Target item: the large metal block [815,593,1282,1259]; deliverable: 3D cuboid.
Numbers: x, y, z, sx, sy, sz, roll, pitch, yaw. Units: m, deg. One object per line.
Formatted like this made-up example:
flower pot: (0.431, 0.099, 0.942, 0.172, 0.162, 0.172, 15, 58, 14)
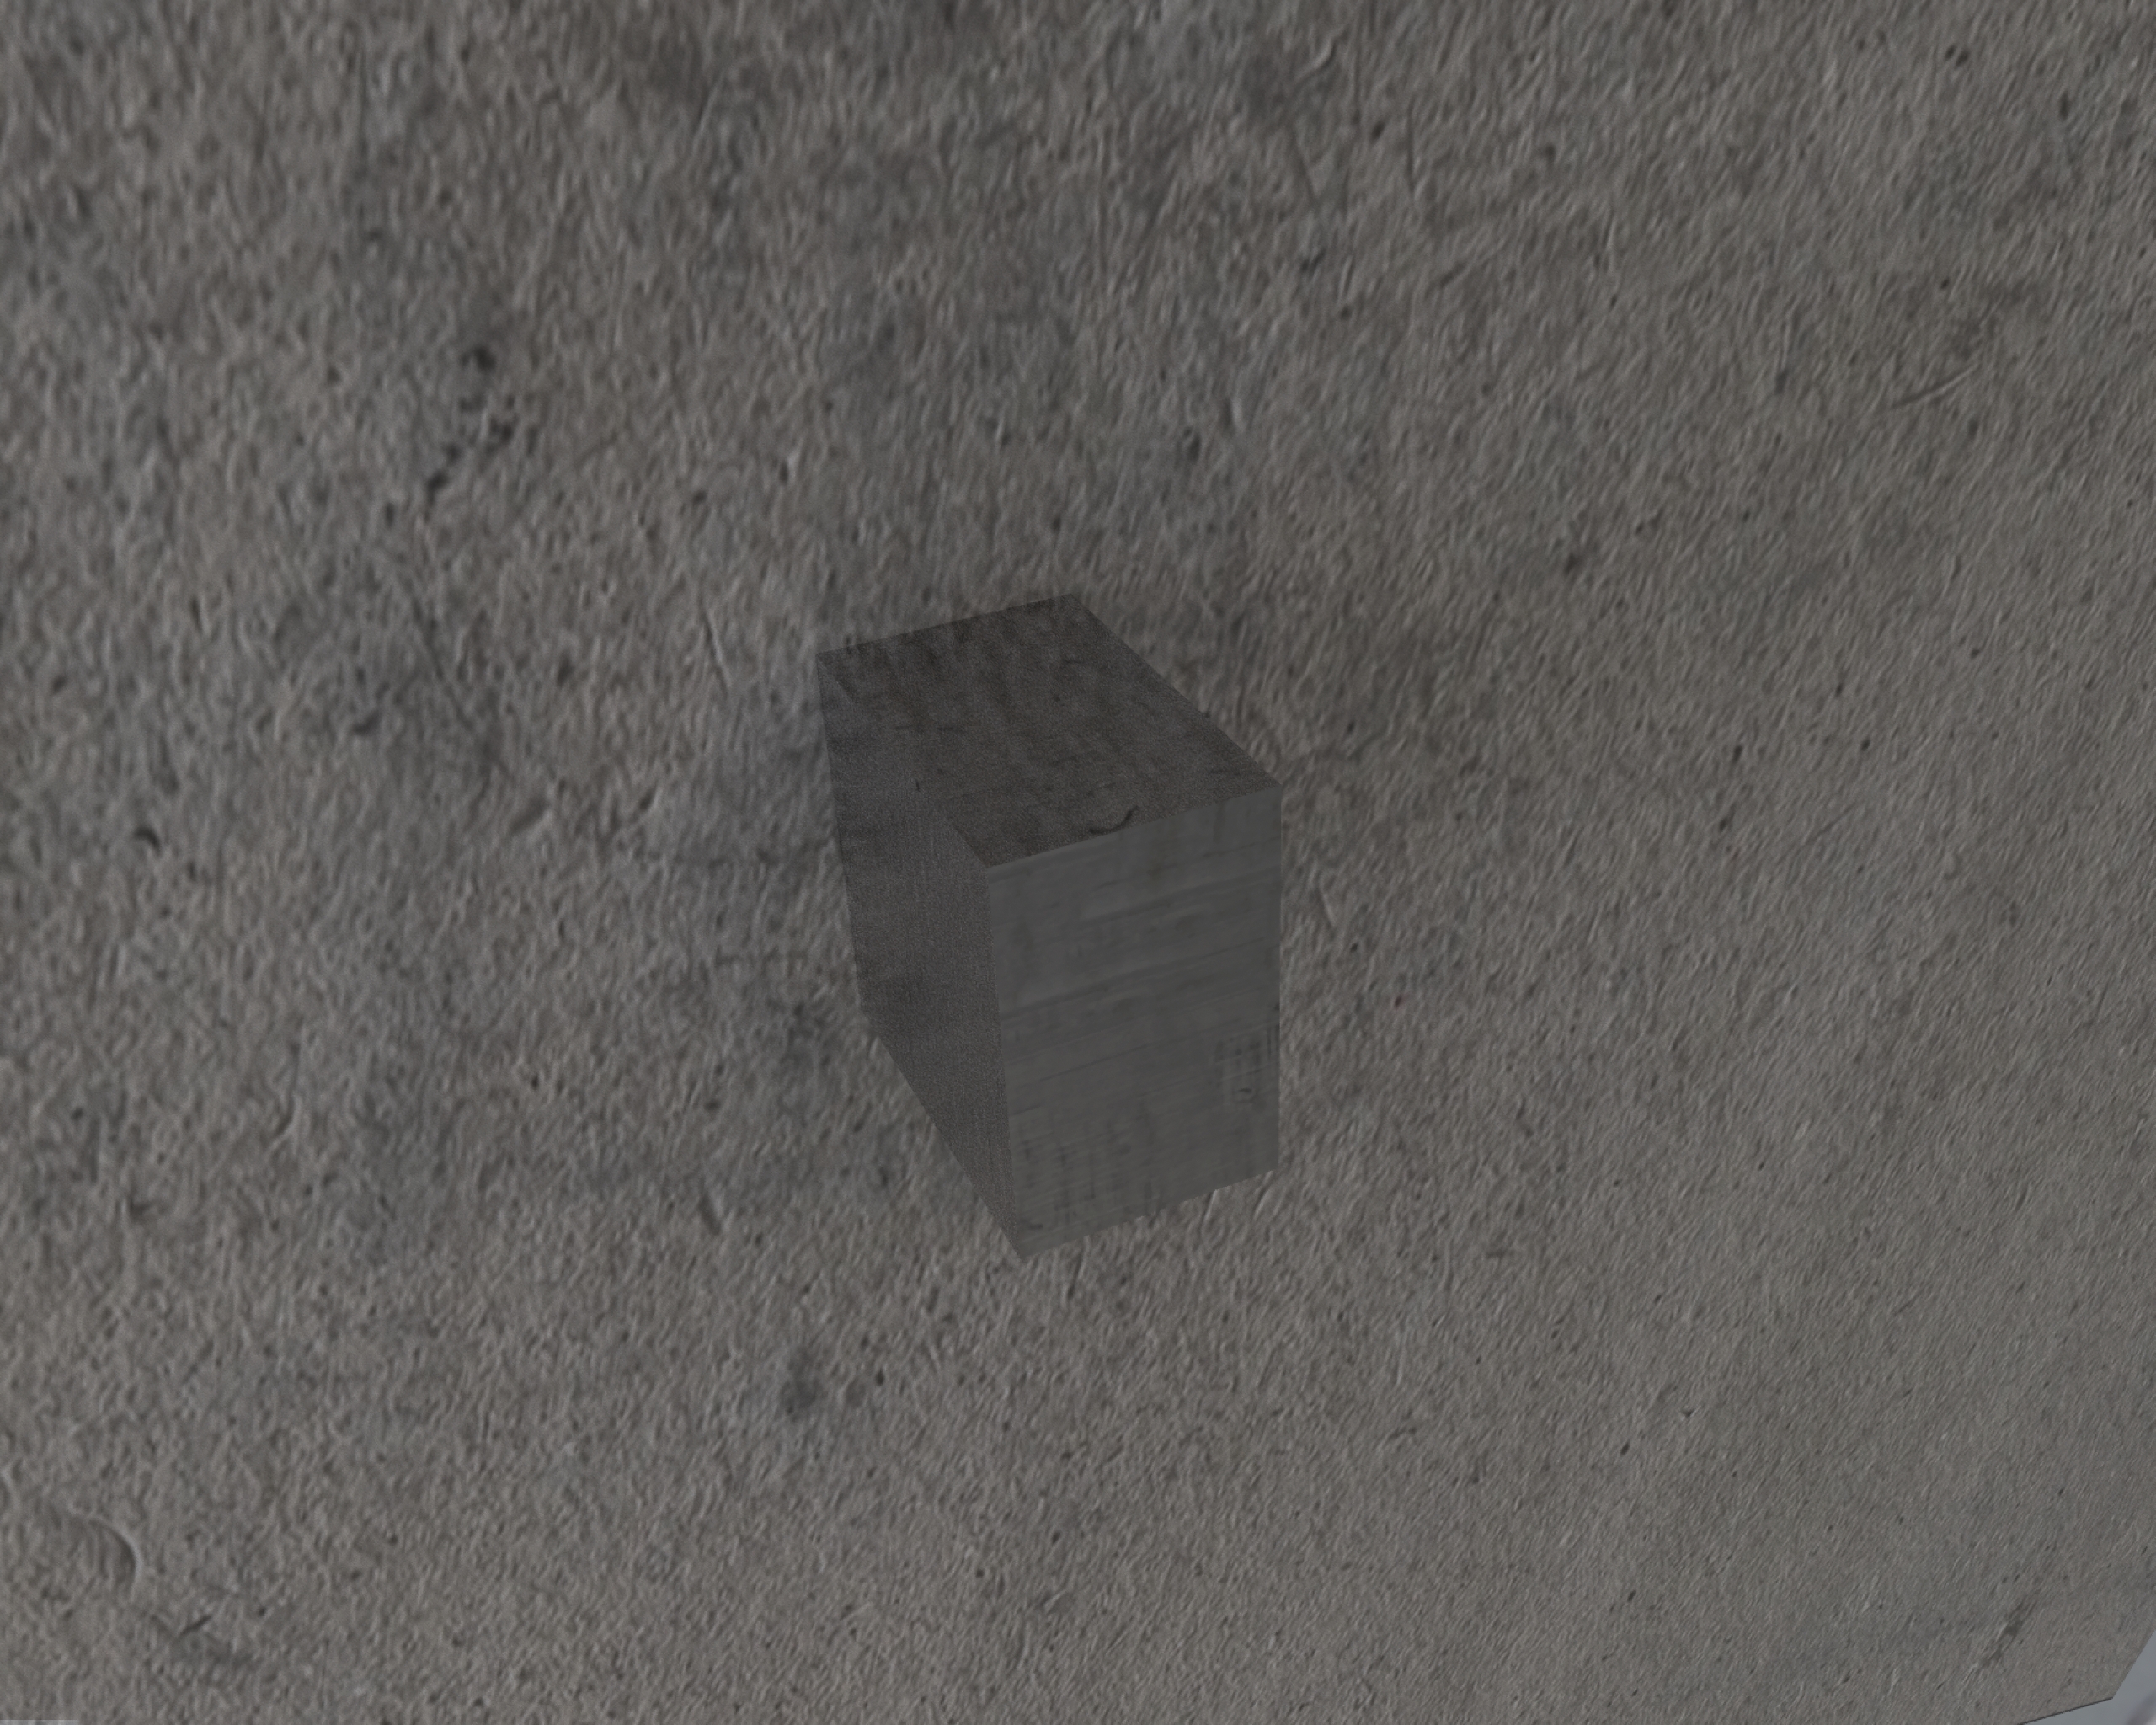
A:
large metal block: (-0.006, 0.009, 0.373, 0.050, 0.080, 0.080, -16, 125, -19)
